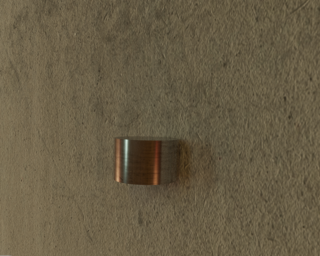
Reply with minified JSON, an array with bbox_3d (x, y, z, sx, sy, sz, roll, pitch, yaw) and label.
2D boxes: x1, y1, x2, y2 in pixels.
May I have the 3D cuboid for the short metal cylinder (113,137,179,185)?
[{"bbox_3d":[-0.017,0.038,0.384,0.080,0.081,0.050,3,92,40],"label":"short metal cylinder"}]
